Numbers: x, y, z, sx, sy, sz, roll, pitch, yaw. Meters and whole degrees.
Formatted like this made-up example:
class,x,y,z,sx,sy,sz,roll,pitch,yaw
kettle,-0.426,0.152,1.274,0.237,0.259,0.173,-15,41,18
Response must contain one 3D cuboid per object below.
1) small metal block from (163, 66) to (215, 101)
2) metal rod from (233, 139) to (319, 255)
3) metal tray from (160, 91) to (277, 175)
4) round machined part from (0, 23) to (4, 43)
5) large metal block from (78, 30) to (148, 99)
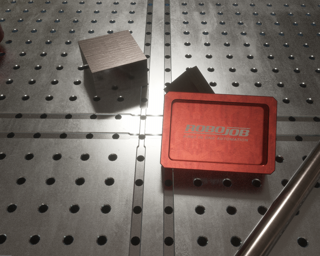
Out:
class,x,y,z,sx,sy,sz,roll,pitch,yaw
small metal block,0.040,-0.047,0.417,0.025,0.050,0.050,-33,89,-41
metal rod,0.126,0.094,0.330,0.025,0.025,0.302,35,58,25
metal tray,0.068,0.006,0.370,0.131,0.030,0.089,3,85,2
round machined part,-0.311,-0.147,0.516,0.099,0.042,0.098,0,50,0
large metal block,-0.071,-0.099,0.474,0.081,0.050,0.080,-18,53,-15
